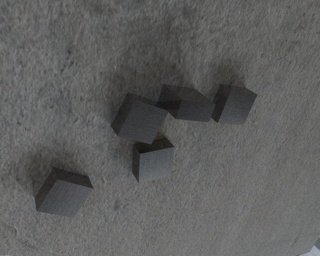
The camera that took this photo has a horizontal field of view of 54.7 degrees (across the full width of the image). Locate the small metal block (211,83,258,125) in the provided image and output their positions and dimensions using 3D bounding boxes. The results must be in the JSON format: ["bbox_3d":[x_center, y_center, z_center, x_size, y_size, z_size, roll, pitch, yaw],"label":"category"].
[{"bbox_3d":[0.104,-0.033,0.446,0.050,0.025,0.050,4,117,-31],"label":"small metal block"}]

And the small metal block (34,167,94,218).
[{"bbox_3d":[-0.122,0.083,0.393,0.050,0.025,0.050,26,104,-38],"label":"small metal block"}]

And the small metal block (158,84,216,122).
[{"bbox_3d":[0.033,-0.032,0.391,0.050,0.050,0.025,5,116,-31],"label":"small metal block"}]

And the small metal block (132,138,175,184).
[{"bbox_3d":[-0.010,0.045,0.431,0.050,0.025,0.050,-10,123,-24],"label":"small metal block"}]

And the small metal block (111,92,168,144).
[{"bbox_3d":[-0.025,-0.012,0.387,0.050,0.025,0.050,16,110,-35],"label":"small metal block"}]
